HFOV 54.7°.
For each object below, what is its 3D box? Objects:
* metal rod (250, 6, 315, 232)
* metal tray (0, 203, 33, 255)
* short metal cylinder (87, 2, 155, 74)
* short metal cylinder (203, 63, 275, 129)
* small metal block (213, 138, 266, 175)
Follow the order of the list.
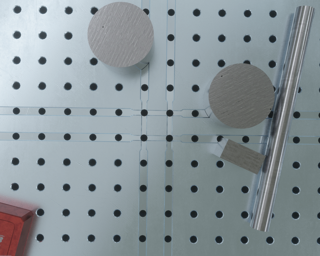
[{"bbox_3d":[0.163,-0.012,0.414,0.025,0.025,0.298,12,90,0],"label":"metal rod"},{"bbox_3d":[-0.247,0.141,0.408,0.131,0.030,0.090,15,90,0],"label":"metal tray"},{"bbox_3d":[-0.048,-0.113,0.400,0.081,0.050,0.080,0,90,0],"label":"short metal cylinder"},{"bbox_3d":[0.099,-0.039,0.401,0.081,0.050,0.080,0,90,0],"label":"short metal cylinder"},{"bbox_3d":[0.101,0.035,0.401,0.050,0.050,0.025,25,90,0],"label":"small metal block"}]
